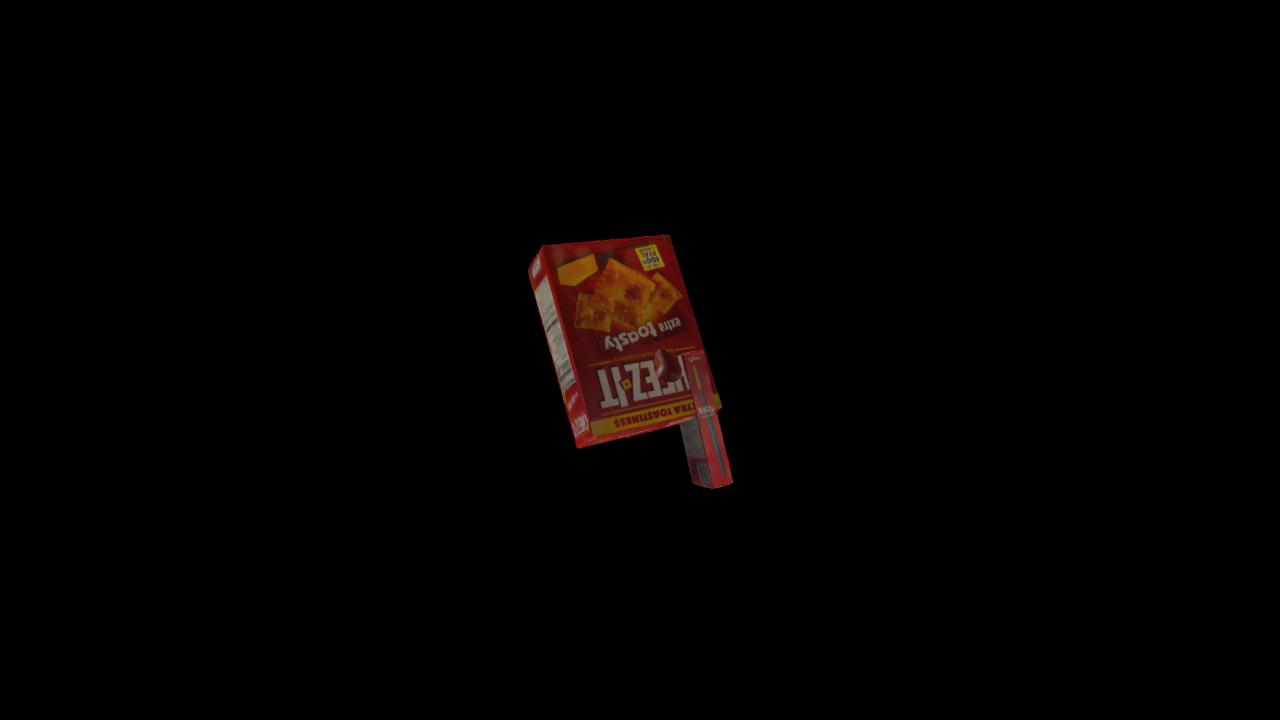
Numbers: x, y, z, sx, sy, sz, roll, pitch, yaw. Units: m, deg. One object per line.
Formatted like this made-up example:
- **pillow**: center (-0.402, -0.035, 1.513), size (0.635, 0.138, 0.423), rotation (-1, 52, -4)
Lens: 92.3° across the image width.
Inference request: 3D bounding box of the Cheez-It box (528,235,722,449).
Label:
- **Cheez-It box**: center (-0.018, -0.026, 0.704), size (0.166, 0.223, 0.071), rotation (-10, -12, -26)

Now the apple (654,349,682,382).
- **apple**: center (0.018, 0.018, 0.713), size (0.079, 0.079, 0.093), rotation (0, -19, 34)

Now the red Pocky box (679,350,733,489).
- **red Pocky box**: center (0.068, 0.069, 0.717), size (0.028, 0.155, 0.083), rotation (-12, -5, -12)
